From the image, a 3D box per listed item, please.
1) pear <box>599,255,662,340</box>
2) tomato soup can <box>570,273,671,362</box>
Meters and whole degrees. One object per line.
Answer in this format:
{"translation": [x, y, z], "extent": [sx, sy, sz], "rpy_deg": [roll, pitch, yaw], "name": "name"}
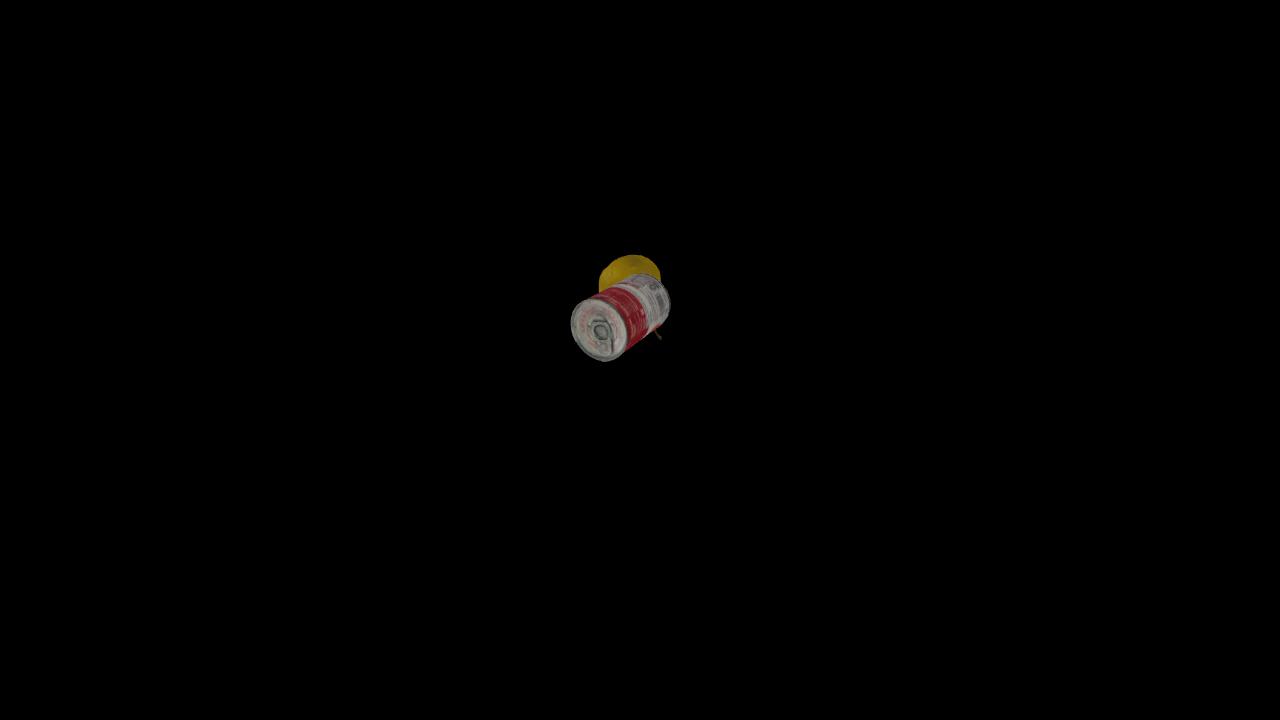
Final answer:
{"translation": [-0.002, -0.068, 0.740], "extent": [0.080, 0.111, 0.080], "rpy_deg": [-21, -10, -4], "name": "pear"}
{"translation": [-0.018, -0.049, 0.655], "extent": [0.068, 0.068, 0.101], "rpy_deg": [0, 23, 31], "name": "tomato soup can"}
